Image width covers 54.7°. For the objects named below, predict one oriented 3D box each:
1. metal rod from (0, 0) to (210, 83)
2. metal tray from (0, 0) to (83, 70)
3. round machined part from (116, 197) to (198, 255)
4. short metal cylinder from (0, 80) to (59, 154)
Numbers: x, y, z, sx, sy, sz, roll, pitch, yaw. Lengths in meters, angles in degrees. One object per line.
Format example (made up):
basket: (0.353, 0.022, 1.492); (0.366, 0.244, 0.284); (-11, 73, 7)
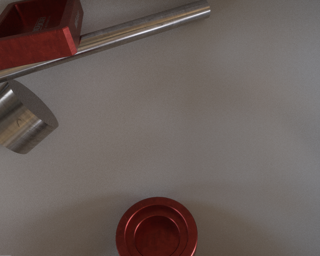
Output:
metal rod: (-0.076, -0.106, 0.378); (0.302, 0.025, 0.025); (-21, 90, -13)
metal tray: (-0.141, -0.119, 0.362); (0.091, 0.130, 0.030); (-11, 130, -1)
round machined part: (-0.003, 0.140, 0.387); (0.099, 0.042, 0.098); (-2, 49, 3)
short metal cylinder: (-0.174, -0.014, 0.382); (0.050, 0.080, 0.080); (-42, 91, 0)
